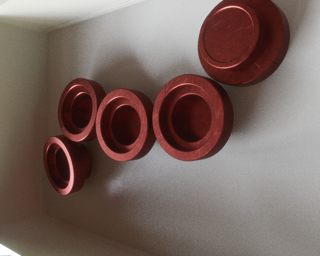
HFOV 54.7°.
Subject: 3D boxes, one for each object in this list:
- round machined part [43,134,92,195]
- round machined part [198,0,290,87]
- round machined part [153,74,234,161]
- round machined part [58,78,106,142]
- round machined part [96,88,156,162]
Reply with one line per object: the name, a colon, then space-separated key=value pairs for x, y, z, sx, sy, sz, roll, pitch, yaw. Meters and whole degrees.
round machined part: x=-0.150 y=0.058 z=0.513 sx=0.098 sy=0.042 sz=0.097 roll=11 pitch=107 yaw=42
round machined part: x=0.081 y=-0.094 z=0.329 sx=0.098 sy=0.042 sz=0.097 roll=0 pitch=90 yaw=40
round machined part: x=0.042 y=-0.011 z=0.362 sx=0.098 sy=0.042 sz=0.097 roll=0 pitch=90 yaw=40
round machined part: x=-0.114 y=-0.027 z=0.488 sx=0.098 sy=0.042 sz=0.097 roll=-3 pitch=84 yaw=38
round machined part: x=-0.040 y=-0.004 z=0.428 sx=0.098 sy=0.042 sz=0.097 roll=1 pitch=91 yaw=38
